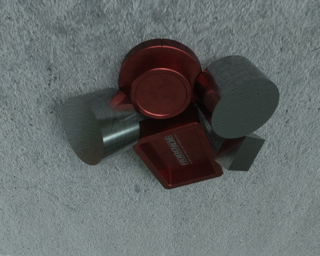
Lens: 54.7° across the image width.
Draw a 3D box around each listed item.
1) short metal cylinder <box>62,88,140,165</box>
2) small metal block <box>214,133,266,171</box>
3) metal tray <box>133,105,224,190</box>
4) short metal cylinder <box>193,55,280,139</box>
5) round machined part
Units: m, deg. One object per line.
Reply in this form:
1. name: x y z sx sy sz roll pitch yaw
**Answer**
1. short metal cylinder: -0.070 -0.003 0.361 0.050 0.080 0.079 -23 146 -41
2. small metal block: 0.106 0.029 0.411 0.050 0.025 0.050 11 110 -44
3. metal tray: 0.026 0.032 0.418 0.090 0.030 0.130 -17 138 14
4. short metal cylinder: 0.085 -0.034 0.350 0.081 0.050 0.079 -12 134 -13
5. round machined part: 0.001 -0.049 0.357 0.099 0.042 0.097 0 130 0
